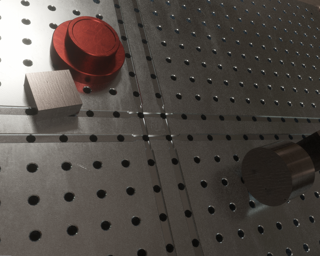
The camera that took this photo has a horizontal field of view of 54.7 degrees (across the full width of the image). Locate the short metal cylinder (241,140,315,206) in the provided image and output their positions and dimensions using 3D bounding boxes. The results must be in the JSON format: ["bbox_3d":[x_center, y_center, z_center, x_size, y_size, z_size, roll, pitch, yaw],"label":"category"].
[{"bbox_3d":[0.160,0.061,0.424,0.050,0.080,0.080,-11,68,-33],"label":"short metal cylinder"}]

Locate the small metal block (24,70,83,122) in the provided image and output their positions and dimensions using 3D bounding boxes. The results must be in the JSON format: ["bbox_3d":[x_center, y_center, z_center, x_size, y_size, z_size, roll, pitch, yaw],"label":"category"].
[{"bbox_3d":[-0.126,-0.039,0.365,0.050,0.025,0.050,-13,69,-34],"label":"small metal block"}]

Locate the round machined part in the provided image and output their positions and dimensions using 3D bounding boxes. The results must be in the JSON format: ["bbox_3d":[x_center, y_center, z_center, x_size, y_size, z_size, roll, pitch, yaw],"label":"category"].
[{"bbox_3d":[-0.093,-0.110,0.416,0.099,0.042,0.098,14,56,-21],"label":"round machined part"}]

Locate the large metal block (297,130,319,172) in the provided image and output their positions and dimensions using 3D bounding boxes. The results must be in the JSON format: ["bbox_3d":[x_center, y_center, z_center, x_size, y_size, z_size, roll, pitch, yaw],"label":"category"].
[{"bbox_3d":[0.250,0.036,0.489,0.081,0.080,0.050,-16,71,-35],"label":"large metal block"}]
